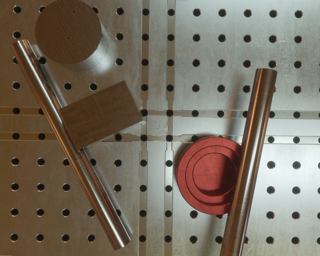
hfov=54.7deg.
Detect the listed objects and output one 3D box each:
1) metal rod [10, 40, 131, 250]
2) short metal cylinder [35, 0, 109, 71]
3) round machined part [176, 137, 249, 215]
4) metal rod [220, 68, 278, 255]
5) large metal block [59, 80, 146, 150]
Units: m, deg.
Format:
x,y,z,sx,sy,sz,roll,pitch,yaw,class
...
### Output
x,y,z,sx,sy,sz,roll,pitch,yaw,class
-0.118,0.022,0.412,0.025,0.025,0.299,-27,90,0,metal rod
-0.111,-0.117,0.400,0.081,0.050,0.080,0,90,0,short metal cylinder
0.070,0.060,0.405,0.099,0.042,0.097,0,90,0,round machined part
0.099,0.078,0.372,0.025,0.025,0.298,11,90,0,metal rod
-0.066,-0.015,0.385,0.080,0.080,0.050,-24,90,0,large metal block
